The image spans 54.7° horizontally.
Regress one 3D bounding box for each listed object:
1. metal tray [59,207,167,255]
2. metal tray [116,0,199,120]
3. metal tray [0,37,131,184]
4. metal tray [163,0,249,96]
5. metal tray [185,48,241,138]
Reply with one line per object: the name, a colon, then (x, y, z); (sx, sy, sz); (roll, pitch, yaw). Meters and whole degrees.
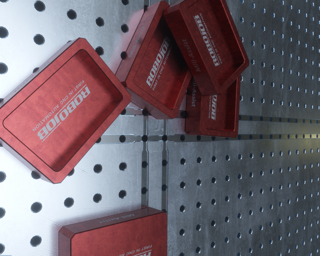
metal tray: (-0.050, 0.152, 0.366); (0.131, 0.030, 0.089); (-1, 91, -40)
metal tray: (0.002, -0.087, 0.409); (0.090, 0.030, 0.130); (33, 69, -35)
metal tray: (-0.100, -0.019, 0.323); (0.090, 0.030, 0.130); (52, 60, -28)
metal tray: (0.069, -0.121, 0.425); (0.090, 0.030, 0.130); (-45, 117, -31)
metal tray: (0.085, -0.051, 0.479); (0.091, 0.030, 0.129); (6, 87, -40)
